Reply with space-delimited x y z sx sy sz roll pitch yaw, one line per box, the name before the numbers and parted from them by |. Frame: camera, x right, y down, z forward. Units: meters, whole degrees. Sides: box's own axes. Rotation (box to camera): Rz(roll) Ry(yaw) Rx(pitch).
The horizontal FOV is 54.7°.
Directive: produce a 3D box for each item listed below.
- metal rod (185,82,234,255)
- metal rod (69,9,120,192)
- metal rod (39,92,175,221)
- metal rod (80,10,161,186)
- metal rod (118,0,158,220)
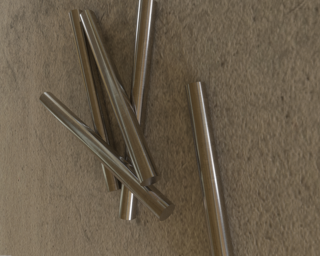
metal rod | 0.063 0.095 0.351 0.025 0.025 0.298 -14 81 39
metal rod | -0.102 -0.049 0.486 0.025 0.025 0.299 -24 75 37
metal rod | -0.092 0.024 0.444 0.300 0.025 0.025 37 112 33
metal rod | -0.064 -0.059 0.428 0.025 0.025 0.299 -43 56 31
metal rod | -0.031 -0.022 0.428 0.025 0.025 0.298 10 96 39
